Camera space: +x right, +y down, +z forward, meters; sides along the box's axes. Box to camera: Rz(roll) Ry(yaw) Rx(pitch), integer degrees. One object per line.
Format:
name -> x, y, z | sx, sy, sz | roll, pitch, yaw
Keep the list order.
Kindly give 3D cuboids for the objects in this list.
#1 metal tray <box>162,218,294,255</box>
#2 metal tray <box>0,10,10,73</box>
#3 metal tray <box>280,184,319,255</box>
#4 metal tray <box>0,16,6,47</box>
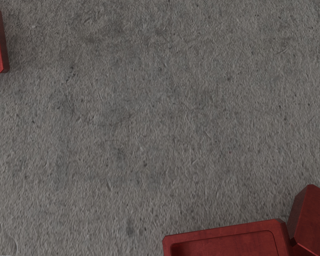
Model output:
metal tray -> 0.071, 0.149, 0.319 | 0.130, 0.030, 0.090 | -18, 68, 25
metal tray -> -0.280, -0.115, 0.413 | 0.131, 0.030, 0.089 | -5, 102, -10
metal tray -> 0.207, 0.131, 0.337 | 0.130, 0.030, 0.090 | 32, 46, 12
metal tray -> -0.306, -0.148, 0.457 | 0.131, 0.030, 0.090 | -19, 71, -7
